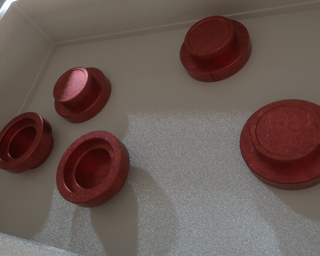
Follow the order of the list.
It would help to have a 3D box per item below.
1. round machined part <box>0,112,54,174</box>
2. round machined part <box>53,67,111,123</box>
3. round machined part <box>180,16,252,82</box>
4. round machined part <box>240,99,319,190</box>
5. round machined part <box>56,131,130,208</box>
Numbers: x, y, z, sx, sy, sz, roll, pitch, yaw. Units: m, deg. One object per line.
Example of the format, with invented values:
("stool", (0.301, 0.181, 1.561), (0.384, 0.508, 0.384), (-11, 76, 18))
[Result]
("round machined part", (-0.209, 0.027, 0.489), (0.098, 0.042, 0.098), (-13, 56, 21))
("round machined part", (-0.132, -0.060, 0.501), (0.098, 0.042, 0.098), (-13, 56, 21))
("round machined part", (0.073, -0.115, 0.427), (0.098, 0.042, 0.098), (-13, 56, 21))
("round machined part", (0.132, 0.011, 0.319), (0.098, 0.042, 0.098), (-13, 56, 21))
("round machined part", (-0.082, 0.056, 0.404), (0.098, 0.042, 0.098), (-13, 56, 21))
